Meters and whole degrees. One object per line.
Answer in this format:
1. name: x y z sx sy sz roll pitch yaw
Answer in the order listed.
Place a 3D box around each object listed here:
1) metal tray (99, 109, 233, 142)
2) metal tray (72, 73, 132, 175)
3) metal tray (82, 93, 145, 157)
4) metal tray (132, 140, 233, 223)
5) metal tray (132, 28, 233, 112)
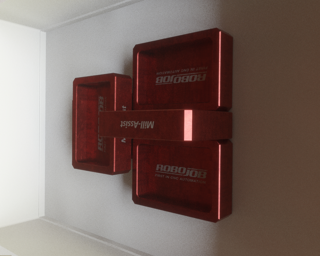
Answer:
1. metal tray: 0.005 -0.004 0.356 0.130 0.091 0.030 1 91 39
2. metal tray: -0.081 -0.006 0.426 0.090 0.030 0.129 2 91 39
3. metal tray: -0.080 -0.003 0.463 0.130 0.030 0.089 1 90 39
4. metal tray: 0.023 0.056 0.381 0.130 0.030 0.089 1 91 39
5. metal tray: 0.023 -0.064 0.381 0.130 0.030 0.089 1 91 39
